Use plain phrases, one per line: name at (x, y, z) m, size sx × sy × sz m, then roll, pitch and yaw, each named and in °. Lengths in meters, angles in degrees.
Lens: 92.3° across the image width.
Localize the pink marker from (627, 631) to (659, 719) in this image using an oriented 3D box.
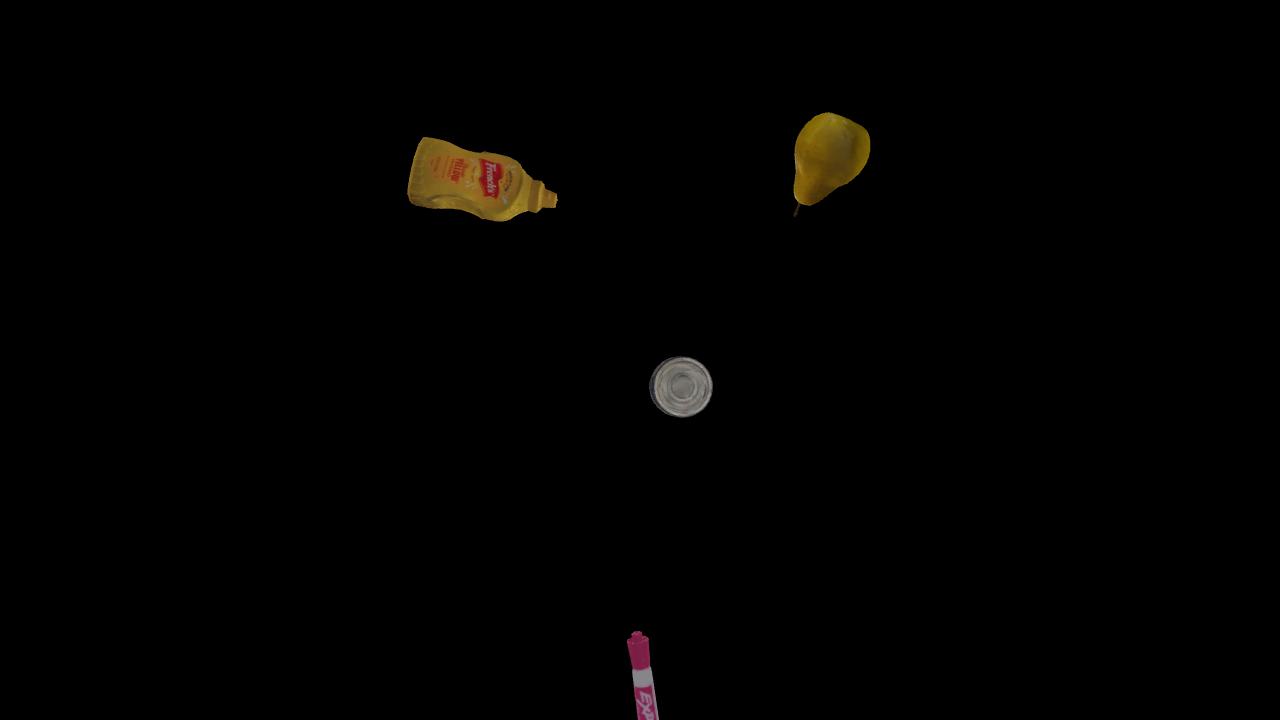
pink marker at (0.006, 0.292, 0.522) m, size 0.020 × 0.121 × 0.020 m, roll -8°, pitch -3°, yaw 0°

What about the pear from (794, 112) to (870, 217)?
pear at (0.189, -0.201, 0.651) m, size 0.080 × 0.111 × 0.080 m, roll 21°, pitch 24°, yaw -10°

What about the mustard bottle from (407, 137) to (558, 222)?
mustard bottle at (-0.198, -0.227, 0.802) m, size 0.184 × 0.092 × 0.054 m, roll 11°, pitch -22°, yaw -9°

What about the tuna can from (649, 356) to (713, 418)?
tuna can at (0.056, 0.036, 0.840) m, size 0.084 × 0.084 × 0.034 m, roll 0°, pitch -2°, yaw -6°
